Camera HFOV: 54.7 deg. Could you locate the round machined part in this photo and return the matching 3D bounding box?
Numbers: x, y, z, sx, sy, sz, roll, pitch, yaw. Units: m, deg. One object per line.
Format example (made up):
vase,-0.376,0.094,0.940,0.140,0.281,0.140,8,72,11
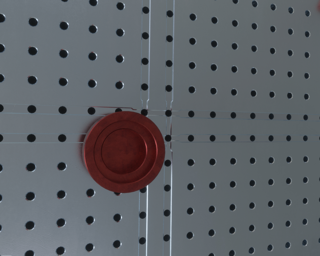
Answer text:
round machined part,-0.047,0.028,0.386,0.099,0.042,0.097,0,90,-20
